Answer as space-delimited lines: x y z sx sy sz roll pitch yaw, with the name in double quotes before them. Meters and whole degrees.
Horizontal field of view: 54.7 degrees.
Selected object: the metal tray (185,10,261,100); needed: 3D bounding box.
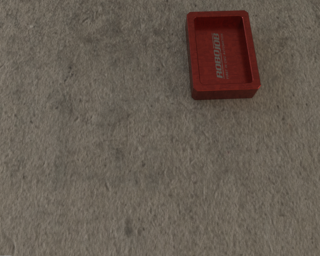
"metal tray" 0.087 -0.106 0.445 0.091 0.030 0.130 -2 70 -1
